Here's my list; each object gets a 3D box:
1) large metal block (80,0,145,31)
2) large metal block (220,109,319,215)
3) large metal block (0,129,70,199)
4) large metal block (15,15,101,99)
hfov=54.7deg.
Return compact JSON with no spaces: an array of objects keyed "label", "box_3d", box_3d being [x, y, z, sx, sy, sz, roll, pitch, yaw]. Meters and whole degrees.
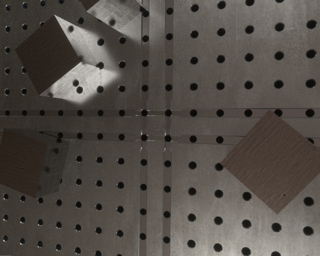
[{"label":"large metal block","box_3d":[-0.074,-0.187,0.408,0.050,0.080,0.080,-33,80,17]},{"label":"large metal block","box_3d":[0.129,0.036,0.354,0.080,0.050,0.080,43,103,14]},{"label":"large metal block","box_3d":[-0.192,0.050,0.465,0.080,0.050,0.079,16,95,19]},{"label":"large metal block","box_3d":[-0.148,-0.100,0.450,0.080,0.050,0.080,-34,80,16]}]
